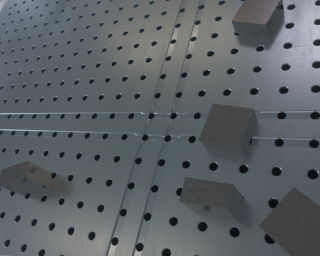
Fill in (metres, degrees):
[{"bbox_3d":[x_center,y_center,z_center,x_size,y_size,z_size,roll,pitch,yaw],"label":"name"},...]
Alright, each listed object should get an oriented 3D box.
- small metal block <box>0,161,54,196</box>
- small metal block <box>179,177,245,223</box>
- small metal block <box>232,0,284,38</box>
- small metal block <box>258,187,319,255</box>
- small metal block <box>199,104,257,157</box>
[{"bbox_3d":[-0.193,0.074,0.450,0.050,0.050,0.025,-18,55,18],"label":"small metal block"},{"bbox_3d":[0.055,0.074,0.318,0.050,0.050,0.025,4,64,30],"label":"small metal block"},{"bbox_3d":[0.137,-0.157,0.433,0.050,0.025,0.050,22,73,36],"label":"small metal block"},{"bbox_3d":[0.129,0.092,0.285,0.050,0.025,0.050,-46,51,-4],"label":"small metal block"},{"bbox_3d":[0.081,0.002,0.366,0.050,0.025,0.050,11,67,32],"label":"small metal block"}]
